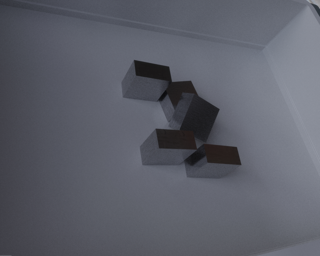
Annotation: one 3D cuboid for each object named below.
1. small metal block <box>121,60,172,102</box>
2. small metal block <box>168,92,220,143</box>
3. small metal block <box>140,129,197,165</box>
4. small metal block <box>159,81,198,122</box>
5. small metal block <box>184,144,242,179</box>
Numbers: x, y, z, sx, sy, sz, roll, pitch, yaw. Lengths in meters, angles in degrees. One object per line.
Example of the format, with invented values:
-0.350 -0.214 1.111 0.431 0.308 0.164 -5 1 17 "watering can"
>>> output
-0.019 -0.062 0.417 0.050 0.050 0.025 5 60 -26 "small metal block"
0.046 -0.014 0.415 0.050 0.025 0.050 26 84 -34 "small metal block"
0.009 0.025 0.379 0.050 0.050 0.025 4 60 -26 "small metal block"
0.029 -0.039 0.445 0.050 0.025 0.050 -9 66 -32 "small metal block"
0.067 0.044 0.398 0.050 0.050 0.025 7 59 -25 "small metal block"
